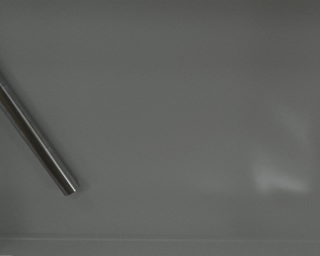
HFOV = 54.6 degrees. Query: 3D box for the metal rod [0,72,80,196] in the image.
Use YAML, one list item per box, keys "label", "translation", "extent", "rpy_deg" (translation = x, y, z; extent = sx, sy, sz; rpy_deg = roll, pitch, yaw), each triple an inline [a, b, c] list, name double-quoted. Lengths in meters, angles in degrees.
- label: "metal rod"
  translation: [-0.195, -0.036, 0.396]
  extent: [0.025, 0.025, 0.299]
  rpy_deg: [-26, 108, 9]
